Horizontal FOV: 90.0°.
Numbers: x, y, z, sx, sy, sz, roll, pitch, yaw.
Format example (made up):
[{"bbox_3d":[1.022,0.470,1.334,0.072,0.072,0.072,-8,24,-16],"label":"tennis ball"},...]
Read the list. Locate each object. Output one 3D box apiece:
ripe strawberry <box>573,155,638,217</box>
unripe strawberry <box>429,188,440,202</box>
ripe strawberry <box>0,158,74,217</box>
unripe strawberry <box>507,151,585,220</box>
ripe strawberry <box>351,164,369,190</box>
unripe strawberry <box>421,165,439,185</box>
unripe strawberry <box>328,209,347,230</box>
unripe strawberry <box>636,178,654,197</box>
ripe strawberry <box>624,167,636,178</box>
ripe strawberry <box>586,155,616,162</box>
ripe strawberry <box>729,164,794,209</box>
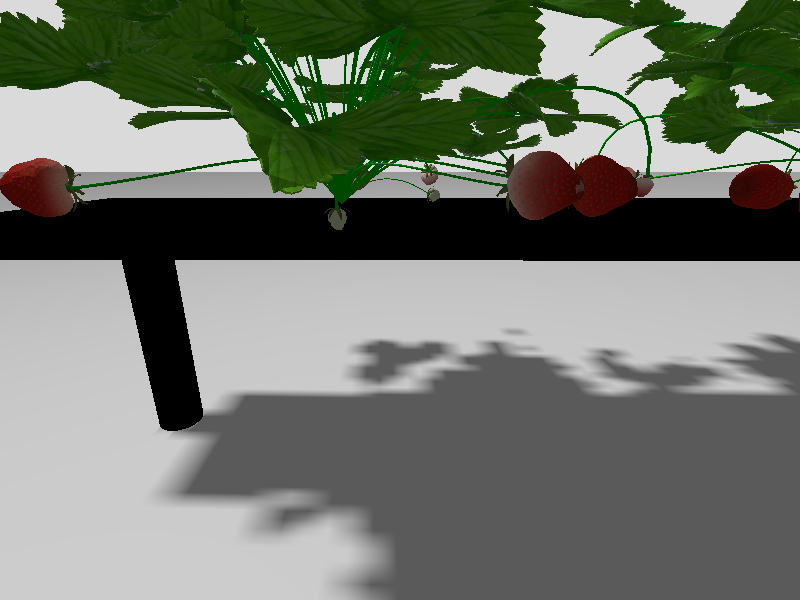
[{"bbox_3d":[0.133,-0.074,0.262,0.040,0.039,0.037,9,21,22],"label":"ripe strawberry"},{"bbox_3d":[0.030,-0.091,0.349,0.011,0.011,0.010,6,18,-9],"label":"unripe strawberry"},{"bbox_3d":[-0.226,-0.070,0.250,0.034,0.036,0.031,-10,22,-26],"label":"ripe strawberry"},{"bbox_3d":[0.084,-0.065,0.229,0.039,0.039,0.043,16,25,37],"label":"unripe strawberry"},{"bbox_3d":[-0.051,-0.150,0.484,0.029,0.033,0.032,0,19,-1],"label":"ripe strawberry"},{"bbox_3d":[0.044,-0.179,0.578,0.025,0.028,0.027,7,-19,19],"label":"unripe strawberry"},{"bbox_3d":[-0.029,-0.037,0.184,0.009,0.010,0.010,-2,19,-7],"label":"unripe strawberry"},{"bbox_3d":[0.196,-0.090,0.322,0.015,0.015,0.014,1,19,3],"label":"unripe strawberry"},{"bbox_3d":[0.251,-0.138,0.458,0.031,0.027,0.031,15,24,38],"label":"ripe strawberry"},{"bbox_3d":[0.177,-0.108,0.355,0.037,0.039,0.034,-1,19,-5],"label":"ripe strawberry"},{"bbox_3d":[0.256,-0.081,0.287,0.036,0.031,0.036,-7,20,-18],"label":"ripe strawberry"}]
